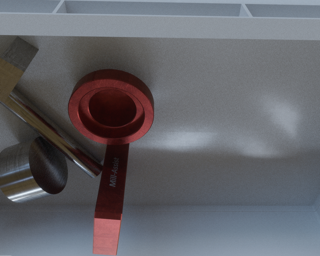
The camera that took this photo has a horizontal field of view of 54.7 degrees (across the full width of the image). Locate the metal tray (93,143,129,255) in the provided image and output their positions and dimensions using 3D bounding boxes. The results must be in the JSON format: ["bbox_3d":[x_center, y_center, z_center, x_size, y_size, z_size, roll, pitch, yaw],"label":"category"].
[{"bbox_3d":[-0.064,0.088,0.414,0.030,0.130,0.089,7,130,-6],"label":"metal tray"}]

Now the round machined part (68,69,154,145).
[{"bbox_3d":[-0.056,-0.029,0.373,0.099,0.042,0.097,-1,130,0],"label":"round machined part"}]

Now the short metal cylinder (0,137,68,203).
[{"bbox_3d":[-0.170,0.056,0.418,0.050,0.080,0.080,-17,128,14],"label":"short metal cylinder"}]

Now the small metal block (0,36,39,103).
[{"bbox_3d":[-0.162,-0.064,0.336,0.025,0.050,0.050,33,122,-25],"label":"small metal block"}]

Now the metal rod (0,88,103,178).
[{"bbox_3d":[-0.177,-0.031,0.379,0.025,0.025,0.300,-27,126,20],"label":"metal rod"}]
